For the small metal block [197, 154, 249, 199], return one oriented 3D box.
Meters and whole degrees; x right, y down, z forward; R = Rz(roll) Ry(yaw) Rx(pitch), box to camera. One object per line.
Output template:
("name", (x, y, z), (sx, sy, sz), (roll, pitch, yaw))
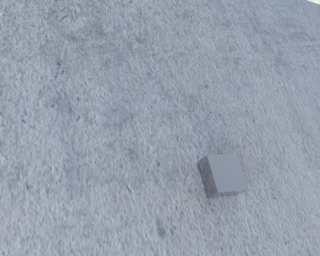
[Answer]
("small metal block", (0.082, 0.063, 0.409), (0.050, 0.025, 0.050), (1, 61, -28))
